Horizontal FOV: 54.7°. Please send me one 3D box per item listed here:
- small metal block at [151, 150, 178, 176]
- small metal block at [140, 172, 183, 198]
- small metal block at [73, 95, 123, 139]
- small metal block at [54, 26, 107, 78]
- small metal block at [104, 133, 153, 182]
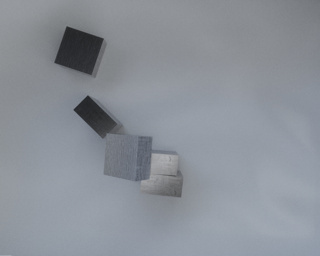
[{"bbox_3d":[-0.004,0.043,0.399,0.050,0.050,0.025,5,91,-1],"label":"small metal block"},{"bbox_3d":[0.002,0.069,0.399,0.050,0.050,0.025,6,91,-1],"label":"small metal block"},{"bbox_3d":[-0.077,-0.013,0.397,0.050,0.050,0.025,44,90,1],"label":"small metal block"},{"bbox_3d":[-0.104,-0.099,0.410,0.050,0.025,0.050,18,90,-1],"label":"small metal block"},{"bbox_3d":[-0.038,0.033,0.365,0.050,0.025,0.050,4,90,36],"label":"small metal block"}]
